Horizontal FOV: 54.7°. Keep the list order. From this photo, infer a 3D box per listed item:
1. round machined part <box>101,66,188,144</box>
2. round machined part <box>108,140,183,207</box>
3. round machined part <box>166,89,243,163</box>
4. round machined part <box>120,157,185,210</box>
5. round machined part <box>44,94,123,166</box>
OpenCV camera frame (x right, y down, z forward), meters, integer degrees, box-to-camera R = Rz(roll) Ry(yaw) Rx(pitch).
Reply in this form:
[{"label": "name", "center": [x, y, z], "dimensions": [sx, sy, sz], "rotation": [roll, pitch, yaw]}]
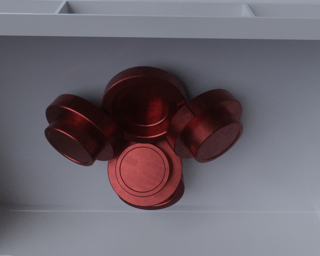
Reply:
[{"label": "round machined part", "center": [-0.018, -0.031, 0.368], "dimensions": [0.099, 0.042, 0.097], "rotation": [0, 130, 0]}, {"label": "round machined part", "center": [-0.020, 0.053, 0.403], "dimensions": [0.099, 0.097, 0.042], "rotation": [-5, 174, 4]}, {"label": "round machined part", "center": [0.059, 0.004, 0.370], "dimensions": [0.099, 0.042, 0.097], "rotation": [-25, 146, -18]}, {"label": "round machined part", "center": [-0.014, 0.076, 0.459], "dimensions": [0.099, 0.042, 0.097], "rotation": [0, 130, 0]}, {"label": "round machined part", "center": [-0.098, 0.009, 0.374], "dimensions": [0.098, 0.042, 0.097], "rotation": [22, 146, 16]}]
